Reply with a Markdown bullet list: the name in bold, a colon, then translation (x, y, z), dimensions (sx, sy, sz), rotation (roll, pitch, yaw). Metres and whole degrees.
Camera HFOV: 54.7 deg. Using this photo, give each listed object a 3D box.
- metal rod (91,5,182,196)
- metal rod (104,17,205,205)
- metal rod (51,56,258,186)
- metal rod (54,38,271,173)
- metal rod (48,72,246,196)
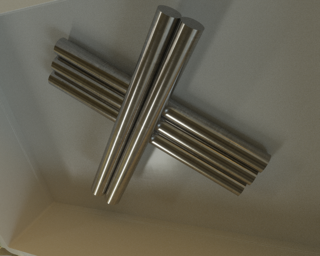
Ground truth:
- **metal rod**: translation (-0.043, -0.008, 0.392), dimensions (0.025, 0.025, 0.298), rotation (32, 129, 7)
- **metal rod**: translation (-0.021, 0.004, 0.389), dimensions (0.025, 0.025, 0.298), rotation (32, 129, 7)
- **metal rod**: translation (-0.012, -0.015, 0.404), dimensions (0.301, 0.025, 0.025), rotation (30, 128, 8)
- **metal rod**: translation (-0.003, -0.033, 0.388), dimensions (0.301, 0.025, 0.025), rotation (30, 128, 8)
- **metal rod**: translation (-0.022, 0.002, 0.419), dimensions (0.301, 0.025, 0.025), rotation (30, 128, 8)
